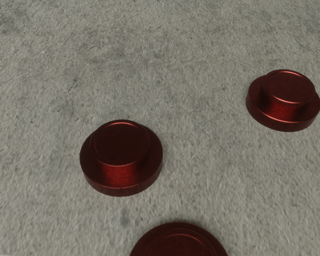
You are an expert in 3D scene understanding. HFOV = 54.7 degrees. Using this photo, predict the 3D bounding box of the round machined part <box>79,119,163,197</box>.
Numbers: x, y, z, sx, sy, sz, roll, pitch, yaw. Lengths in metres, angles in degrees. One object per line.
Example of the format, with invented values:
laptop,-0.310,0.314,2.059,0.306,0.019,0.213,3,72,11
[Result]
round machined part,-0.046,0.028,0.368,0.099,0.042,0.098,0,50,0

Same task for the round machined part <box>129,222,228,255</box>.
round machined part,0.018,0.132,0.282,0.099,0.042,0.098,0,50,0

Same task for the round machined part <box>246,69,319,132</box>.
round machined part,0.174,-0.045,0.432,0.099,0.042,0.098,0,50,0
